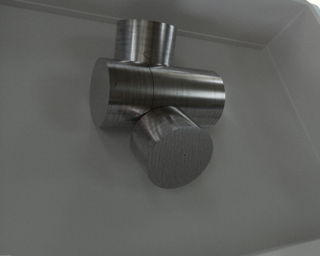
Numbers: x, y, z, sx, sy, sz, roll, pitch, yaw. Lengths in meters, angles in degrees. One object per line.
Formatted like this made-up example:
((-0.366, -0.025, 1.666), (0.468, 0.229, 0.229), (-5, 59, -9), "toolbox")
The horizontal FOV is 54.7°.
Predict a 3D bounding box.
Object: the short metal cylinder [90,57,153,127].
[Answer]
((-0.048, -0.041, 0.367), (0.050, 0.080, 0.080), (1, 61, -27), "short metal cylinder")

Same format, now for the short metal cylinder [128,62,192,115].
((-0.003, -0.040, 0.391), (0.050, 0.080, 0.080), (1, 61, -27), "short metal cylinder")

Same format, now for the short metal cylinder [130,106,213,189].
((0.012, 0.022, 0.352), (0.081, 0.079, 0.050), (0, 28, -28), "short metal cylinder")

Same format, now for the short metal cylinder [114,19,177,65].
((-0.020, -0.111, 0.416), (0.081, 0.080, 0.050), (2, 99, -27), "short metal cylinder")

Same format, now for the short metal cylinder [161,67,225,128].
((0.042, -0.040, 0.415), (0.050, 0.080, 0.080), (1, 61, -27), "short metal cylinder")
